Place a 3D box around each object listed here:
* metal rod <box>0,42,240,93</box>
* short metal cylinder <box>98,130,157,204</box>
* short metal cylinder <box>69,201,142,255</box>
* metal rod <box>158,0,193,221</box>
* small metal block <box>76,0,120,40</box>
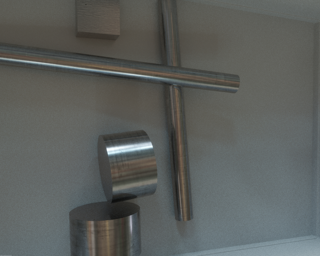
[{"bbox_3d":[-0.046,-0.071,0.375,0.302,0.025,0.025,5,89,-14],"label":"metal rod"},{"bbox_3d":[-0.041,0.045,0.367,0.050,0.080,0.079,-7,93,-20],"label":"short metal cylinder"},{"bbox_3d":[-0.063,0.120,0.359,0.081,0.080,0.050,-2,91,-20],"label":"short metal cylinder"},{"bbox_3d":[0.021,-0.025,0.419,0.025,0.025,0.298,-5,92,-20],"label":"metal rod"},{"bbox_3d":[-0.077,-0.138,0.382,0.050,0.025,0.050,-1,91,-21],"label":"small metal block"}]
